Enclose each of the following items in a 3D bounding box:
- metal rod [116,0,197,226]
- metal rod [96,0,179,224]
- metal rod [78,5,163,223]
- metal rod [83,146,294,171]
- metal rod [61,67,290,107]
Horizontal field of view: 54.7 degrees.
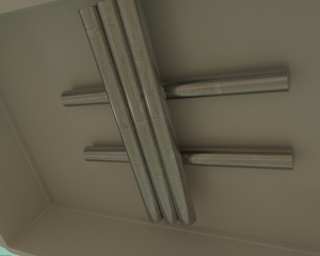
[{"bbox_3d":[0.003,-0.004,0.369,0.025,0.025,0.298,-1,118,29],"label":"metal rod"},{"bbox_3d":[-0.018,-0.002,0.382,0.025,0.025,0.298,-1,118,29],"label":"metal rod"},{"bbox_3d":[-0.040,0.000,0.395,0.025,0.025,0.298,-1,118,29],"label":"metal rod"},{"bbox_3d":[0.018,0.038,0.421,0.300,0.025,0.025,-1,118,28],"label":"metal rod"},{"bbox_3d":[-0.003,-0.046,0.381,0.300,0.025,0.025,-1,118,28],"label":"metal rod"}]
